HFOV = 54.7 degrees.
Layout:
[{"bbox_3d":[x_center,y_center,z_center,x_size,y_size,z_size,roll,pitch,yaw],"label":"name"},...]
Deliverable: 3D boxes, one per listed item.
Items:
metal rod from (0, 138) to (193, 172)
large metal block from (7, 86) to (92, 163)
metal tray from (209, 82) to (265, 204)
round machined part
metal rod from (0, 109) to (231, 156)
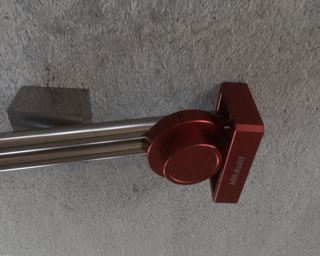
[{"bbox_3d":[-0.067,0.026,0.371,0.302,0.025,0.025,-6,131,-12],"label":"metal rod"},{"bbox_3d":[-0.129,-0.003,0.383,0.081,0.050,0.079,2,130,-3],"label":"large metal block"},{"bbox_3d":[0.086,0.020,0.384,0.030,0.090,0.129,3,130,-3],"label":"metal tray"},{"bbox_3d":[0.034,0.029,0.359,0.099,0.042,0.097,-8,133,-8],"label":"round machined part"},{"bbox_3d":[-0.065,0.005,0.353,0.302,0.025,0.025,-6,131,-12],"label":"metal rod"}]
